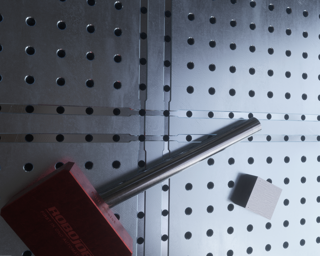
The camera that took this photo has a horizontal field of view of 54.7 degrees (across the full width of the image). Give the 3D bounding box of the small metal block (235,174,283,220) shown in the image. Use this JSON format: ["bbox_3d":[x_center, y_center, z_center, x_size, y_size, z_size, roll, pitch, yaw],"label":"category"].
[{"bbox_3d":[0.150,0.104,0.470,0.050,0.025,0.050,28,81,-18],"label":"small metal block"}]

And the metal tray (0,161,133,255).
[{"bbox_3d":[-0.103,0.116,0.358,0.090,0.030,0.130,-33,102,2],"label":"metal tray"}]

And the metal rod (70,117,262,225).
[{"bbox_3d":[0.014,0.053,0.418,0.302,0.025,0.025,-24,98,-19],"label":"metal rod"}]
